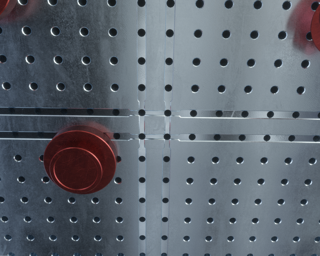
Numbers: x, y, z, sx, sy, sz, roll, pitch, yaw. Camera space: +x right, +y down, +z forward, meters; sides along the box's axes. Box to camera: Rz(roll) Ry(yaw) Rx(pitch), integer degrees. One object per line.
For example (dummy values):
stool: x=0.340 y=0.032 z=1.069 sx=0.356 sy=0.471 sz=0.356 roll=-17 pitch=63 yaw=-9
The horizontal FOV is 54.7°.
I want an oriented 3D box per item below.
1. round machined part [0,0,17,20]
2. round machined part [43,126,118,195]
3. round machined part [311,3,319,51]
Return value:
round machined part: x=-0.204 y=-0.165 z=0.341 sx=0.099 sy=0.042 sz=0.097 roll=0 pitch=110 yaw=-1
round machined part: x=-0.109 y=0.049 z=0.421 sx=0.099 sy=0.042 sz=0.097 roll=0 pitch=110 yaw=-1
round machined part: x=0.213 y=-0.119 z=0.332 sx=0.042 sy=0.098 sz=0.097 roll=14 pitch=115 yaw=-47
